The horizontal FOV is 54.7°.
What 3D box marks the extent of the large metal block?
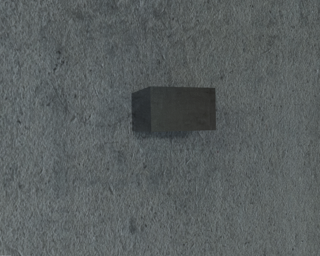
[{"bbox_3d":[0.014,-0.022,0.387,0.081,0.080,0.050,-1,91,-20],"label":"large metal block"}]
